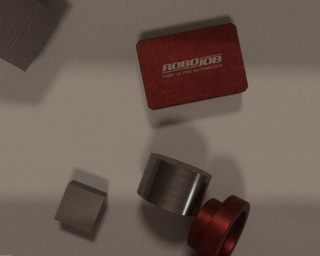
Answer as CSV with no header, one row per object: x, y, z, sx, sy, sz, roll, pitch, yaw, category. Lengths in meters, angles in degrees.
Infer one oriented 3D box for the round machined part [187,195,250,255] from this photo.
0.069,0.127,0.383,0.042,0.098,0.098,24,90,30,round machined part

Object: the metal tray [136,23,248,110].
0.041,-0.079,0.409,0.131,0.030,0.089,-11,90,-1,metal tray

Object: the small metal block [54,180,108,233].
-0.104,0.103,0.410,0.050,0.025,0.050,22,90,-1,small metal block

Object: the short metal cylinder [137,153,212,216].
0.018,0.068,0.384,0.080,0.080,0.050,20,90,-1,short metal cylinder

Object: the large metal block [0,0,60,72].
-0.183,-0.127,0.381,0.080,0.050,0.080,32,90,-27,large metal block
